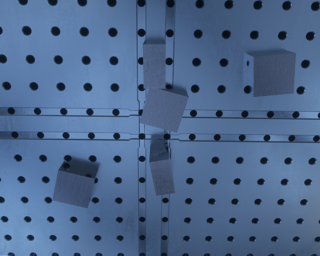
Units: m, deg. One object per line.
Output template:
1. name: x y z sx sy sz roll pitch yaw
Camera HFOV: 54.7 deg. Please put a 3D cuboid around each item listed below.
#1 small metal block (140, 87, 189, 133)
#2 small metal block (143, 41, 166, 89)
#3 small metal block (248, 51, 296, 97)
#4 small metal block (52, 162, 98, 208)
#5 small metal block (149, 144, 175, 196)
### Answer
1. small metal block: 0.005 -0.027 0.404 0.050 0.025 0.050 15 109 -6
2. small metal block: -0.006 -0.077 0.372 0.025 0.050 0.050 0 110 0
3. small metal block: 0.140 -0.068 0.390 0.050 0.025 0.050 -5 110 1
4. small metal block: -0.121 0.081 0.442 0.050 0.025 0.050 15 109 -6
5. small metal block: 0.003 0.055 0.421 0.025 0.050 0.050 -9 110 3
